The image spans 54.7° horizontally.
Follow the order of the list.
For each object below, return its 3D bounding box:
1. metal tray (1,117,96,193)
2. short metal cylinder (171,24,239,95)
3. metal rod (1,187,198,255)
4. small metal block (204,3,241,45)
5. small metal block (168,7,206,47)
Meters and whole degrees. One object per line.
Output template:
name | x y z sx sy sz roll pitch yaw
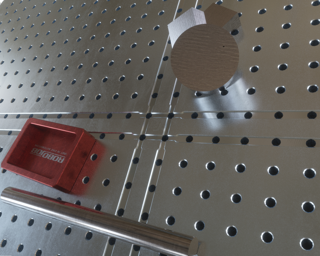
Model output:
metal tray | -0.171 0.037 0.469 0.130 0.030 0.090 10 67 32
short metal cylinder | 0.058 -0.084 0.390 0.080 0.050 0.079 0 91 13
metal rod | -0.096 0.112 0.388 0.300 0.025 0.025 5 64 30
small metal block | 0.082 -0.152 0.458 0.050 0.025 0.050 -45 51 -4
small metal block | 0.041 -0.136 0.447 0.050 0.025 0.050 -22 74 45
